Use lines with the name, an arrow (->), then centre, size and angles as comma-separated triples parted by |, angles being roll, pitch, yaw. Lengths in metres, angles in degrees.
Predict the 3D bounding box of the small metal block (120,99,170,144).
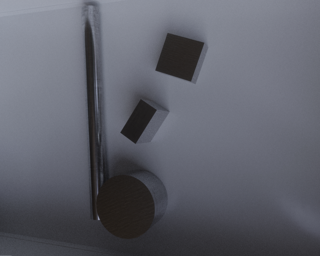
small metal block -> -0.018, -0.008, 0.403 | 0.025, 0.050, 0.050 | 36, 101, 16

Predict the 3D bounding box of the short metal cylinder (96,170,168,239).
short metal cylinder -> -0.036, 0.098, 0.409 | 0.080, 0.050, 0.079 | 0, 90, 19

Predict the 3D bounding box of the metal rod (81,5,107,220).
metal rod -> -0.093, -0.022, 0.441 | 0.025, 0.025, 0.298 | -3, 89, 19

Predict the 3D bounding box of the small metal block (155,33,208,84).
small metal block -> 0.028, -0.089, 0.400 | 0.050, 0.025, 0.050 | 21, 97, 18
